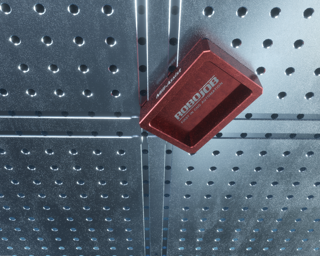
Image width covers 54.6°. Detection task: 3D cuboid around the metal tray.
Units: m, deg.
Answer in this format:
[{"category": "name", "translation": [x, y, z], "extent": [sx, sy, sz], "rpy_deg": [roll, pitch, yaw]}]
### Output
[{"category": "metal tray", "translation": [0.046, -0.032, 0.381], "extent": [0.090, 0.030, 0.129], "rpy_deg": [29, 124, -23]}]
